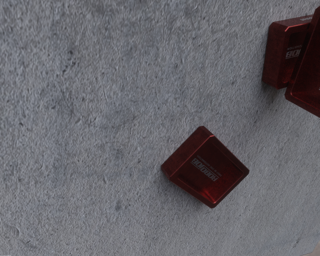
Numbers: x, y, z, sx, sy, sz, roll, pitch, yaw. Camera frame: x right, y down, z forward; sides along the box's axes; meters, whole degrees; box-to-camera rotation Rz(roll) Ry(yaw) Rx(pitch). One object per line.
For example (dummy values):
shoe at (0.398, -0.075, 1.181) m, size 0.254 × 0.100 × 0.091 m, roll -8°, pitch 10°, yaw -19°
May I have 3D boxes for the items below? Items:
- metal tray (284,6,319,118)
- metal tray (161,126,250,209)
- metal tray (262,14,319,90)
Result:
metal tray at (0.222, -0.080, 0.396) m, size 0.030 × 0.090 × 0.129 m, roll -5°, pitch 121°, yaw -26°
metal tray at (0.074, 0.065, 0.484) m, size 0.090 × 0.030 × 0.130 m, roll -46°, pitch 129°, yaw 4°
metal tray at (0.215, -0.114, 0.449) m, size 0.131 × 0.030 × 0.089 m, roll -16°, pitch 125°, yaw -19°
